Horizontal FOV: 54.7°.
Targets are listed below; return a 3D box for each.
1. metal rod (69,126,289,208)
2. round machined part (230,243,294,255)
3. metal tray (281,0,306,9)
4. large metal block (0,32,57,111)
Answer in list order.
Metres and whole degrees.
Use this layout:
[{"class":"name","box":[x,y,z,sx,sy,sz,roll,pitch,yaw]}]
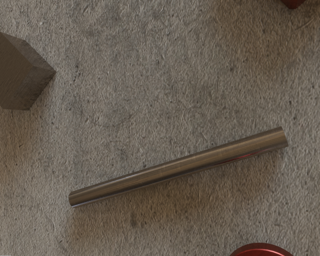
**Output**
[{"class":"metal rod","box":[0.010,0.057,0.404,0.300,0.025,0.025,-19,84,18]},{"class":"round machined part","box":[0.121,0.181,0.357,0.098,0.042,0.097,0,90,19]},{"class":"metal tray","box":[0.146,-0.215,0.354,0.090,0.030,0.130,-41,78,15]},{"class":"large metal block","box":[-0.221,-0.084,0.472,0.080,0.050,0.080,44,103,14]}]
